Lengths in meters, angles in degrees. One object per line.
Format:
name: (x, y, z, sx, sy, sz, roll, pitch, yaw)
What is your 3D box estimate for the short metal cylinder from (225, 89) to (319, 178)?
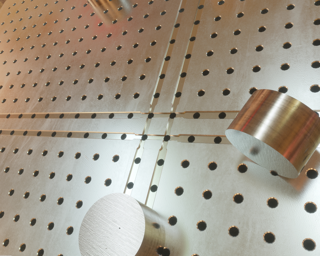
short metal cylinder: (0.113, 0.006, 0.310, 0.080, 0.080, 0.050, 30, 79, 37)

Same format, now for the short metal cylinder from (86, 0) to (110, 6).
short metal cylinder: (-0.132, -0.303, 0.647, 0.080, 0.050, 0.080, -13, 56, 21)

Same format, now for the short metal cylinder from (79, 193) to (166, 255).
short metal cylinder: (-0.041, 0.118, 0.341, 0.080, 0.050, 0.080, -13, 56, 21)
